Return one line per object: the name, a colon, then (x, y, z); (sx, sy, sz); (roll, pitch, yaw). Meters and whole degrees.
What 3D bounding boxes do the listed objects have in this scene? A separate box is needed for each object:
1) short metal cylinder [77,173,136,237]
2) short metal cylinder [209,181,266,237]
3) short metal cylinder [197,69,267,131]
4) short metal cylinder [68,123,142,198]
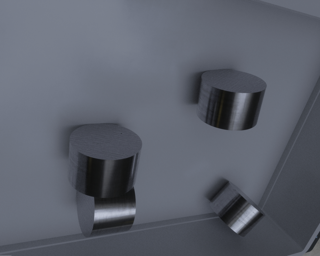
short metal cylinder: (-0.070, 0.093, 0.392); (0.050, 0.080, 0.079); (1, 118, -29)
short metal cylinder: (0.131, 0.138, 0.530); (0.050, 0.080, 0.080); (-48, 129, 6)
short metal cylinder: (0.090, -0.038, 0.398); (0.081, 0.080, 0.050); (-10, 123, -24)
short metal cylinder: (-0.064, 0.035, 0.360); (0.081, 0.080, 0.050); (-3, 120, -27)
